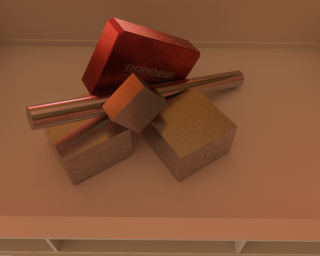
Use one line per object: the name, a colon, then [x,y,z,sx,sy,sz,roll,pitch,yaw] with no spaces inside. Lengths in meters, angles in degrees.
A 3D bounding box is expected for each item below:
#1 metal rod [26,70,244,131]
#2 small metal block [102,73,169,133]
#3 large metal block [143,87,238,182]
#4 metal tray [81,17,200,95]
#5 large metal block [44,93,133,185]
metal rod: [-0.006,-0.042,0.390,0.303,0.025,0.025,-15,50,-32]
small metal block: [-0.027,-0.026,0.345,0.050,0.050,0.025,-45,56,11]
large metal block: [0.034,0.006,0.383,0.081,0.050,0.080,-27,55,-21]
metal tray: [-0.021,-0.077,0.390,0.131,0.089,0.030,1,42,-43]
large metal block: [-0.090,0.008,0.376,0.081,0.050,0.080,-27,55,-21]
